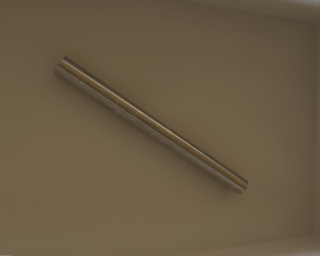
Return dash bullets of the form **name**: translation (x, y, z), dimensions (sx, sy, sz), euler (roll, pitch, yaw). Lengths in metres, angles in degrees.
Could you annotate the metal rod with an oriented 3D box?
- **metal rod**: translation (0.001, 0.005, 0.410), dimensions (0.301, 0.025, 0.025), euler (34, 79, -17)
